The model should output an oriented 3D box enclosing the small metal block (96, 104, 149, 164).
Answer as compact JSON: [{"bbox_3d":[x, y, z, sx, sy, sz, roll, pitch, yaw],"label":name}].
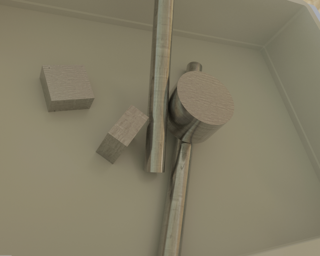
[{"bbox_3d":[-0.044,0.008,0.362,0.025,0.050,0.050,37,51,-4],"label":"small metal block"}]

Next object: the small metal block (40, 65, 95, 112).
[{"bbox_3d":[-0.113,-0.049,0.375,0.050,0.025,0.050,-8,66,-32],"label":"small metal block"}]

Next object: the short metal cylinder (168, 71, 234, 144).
[{"bbox_3d":[0.047,-0.026,0.400,0.081,0.050,0.080,13,56,-20],"label":"short metal cylinder"}]

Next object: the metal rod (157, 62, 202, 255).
[{"bbox_3d":[0.032,0.023,0.410,0.025,0.025,0.300,22,53,-15],"label":"metal rod"}]

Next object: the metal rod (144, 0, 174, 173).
[{"bbox_3d":[0.002,-0.096,0.385,0.025,0.025,0.298,6,85,-26],"label":"metal rod"}]
